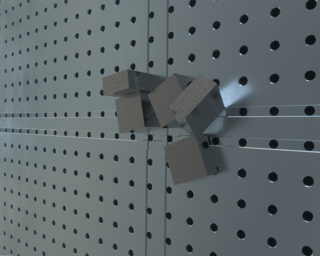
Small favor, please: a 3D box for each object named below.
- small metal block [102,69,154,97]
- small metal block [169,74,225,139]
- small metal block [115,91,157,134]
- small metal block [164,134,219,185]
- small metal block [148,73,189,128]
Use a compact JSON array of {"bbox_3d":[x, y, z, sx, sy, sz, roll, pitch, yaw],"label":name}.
[{"bbox_3d":[-0.043,-0.060,0.430,0.050,0.050,0.025,-9,84,40],"label":"small metal block"},{"bbox_3d":[0.043,-0.023,0.346,0.050,0.050,0.025,-47,56,-8],"label":"small metal block"},{"bbox_3d":[-0.035,-0.021,0.439,0.050,0.025,0.050,-14,81,39],"label":"small metal block"},{"bbox_3d":[0.037,0.039,0.380,0.050,0.025,0.050,-25,75,37],"label":"small metal block"},{"bbox_3d":[0.018,-0.034,0.396,0.050,0.025,0.050,-35,68,34],"label":"small metal block"}]
